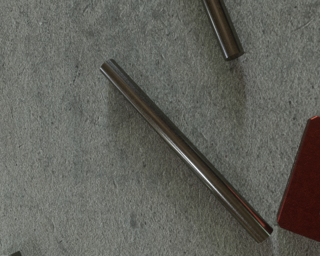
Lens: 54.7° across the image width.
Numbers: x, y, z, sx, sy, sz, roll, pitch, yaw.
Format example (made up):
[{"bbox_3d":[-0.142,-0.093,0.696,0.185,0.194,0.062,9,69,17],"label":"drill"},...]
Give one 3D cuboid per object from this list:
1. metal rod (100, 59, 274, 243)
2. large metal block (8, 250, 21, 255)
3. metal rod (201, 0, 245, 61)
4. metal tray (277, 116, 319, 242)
[{"bbox_3d":[0.025,0.020,0.399,0.025,0.025,0.300,-46,76,14],"label":"metal rod"},{"bbox_3d":[-0.253,0.251,0.483,0.080,0.050,0.080,-27,81,17],"label":"large metal block"},{"bbox_3d":[0.041,-0.226,0.394,0.025,0.025,0.299,-22,83,18],"label":"metal rod"},{"bbox_3d":[0.192,0.060,0.339,0.090,0.030,0.129,17,96,18],"label":"metal tray"}]
